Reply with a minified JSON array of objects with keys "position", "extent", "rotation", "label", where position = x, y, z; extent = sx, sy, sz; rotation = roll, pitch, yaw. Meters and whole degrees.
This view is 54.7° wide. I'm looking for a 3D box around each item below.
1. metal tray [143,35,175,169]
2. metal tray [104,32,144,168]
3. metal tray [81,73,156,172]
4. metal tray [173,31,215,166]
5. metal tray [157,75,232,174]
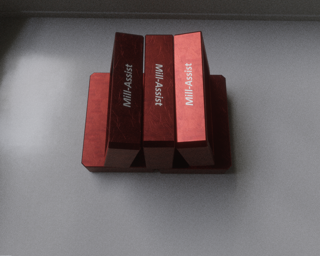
[{"position":[-0.001,-0.027,0.350],"extent":[0.030,0.090,0.130],"rotation":[0,68,0],"label":"metal tray"},{"position":[-0.042,-0.028,0.348],"extent":[0.030,0.090,0.130],"rotation":[5,70,-12],"label":"metal tray"},{"position":[-0.049,-0.009,0.407],"extent":[0.091,0.030,0.130],"rotation":[1,70,0],"label":"metal tray"},{"position":[0.040,-0.029,0.350],"extent":[0.030,0.090,0.130],"rotation":[-5,70,14],"label":"metal tray"},{"position":[0.042,-0.007,0.408],"extent":[0.091,0.030,0.130],"rotation":[1,70,0],"label":"metal tray"}]
